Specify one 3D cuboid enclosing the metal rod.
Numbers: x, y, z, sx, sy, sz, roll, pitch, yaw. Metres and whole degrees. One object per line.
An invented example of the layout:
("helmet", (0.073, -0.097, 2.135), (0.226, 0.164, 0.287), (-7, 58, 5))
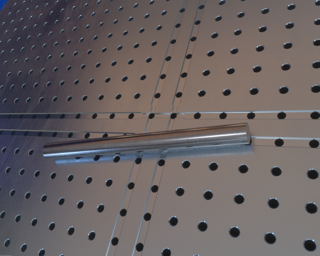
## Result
("metal rod", (-0.035, 0.021, 0.415), (0.300, 0.025, 0.025), (-6, 59, 25))
